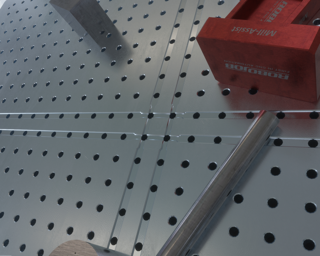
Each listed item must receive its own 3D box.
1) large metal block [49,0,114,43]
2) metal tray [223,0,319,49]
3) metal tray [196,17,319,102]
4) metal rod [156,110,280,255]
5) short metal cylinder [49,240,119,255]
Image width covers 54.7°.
[{"bbox_3d":[-0.147,-0.216,0.582,0.080,0.080,0.050,34,81,38],"label":"large metal block"},{"bbox_3d":[0.144,-0.148,0.420,0.130,0.030,0.090,-49,52,-7],"label":"metal tray"},{"bbox_3d":[0.115,-0.079,0.354,0.130,0.090,0.030,20,73,35],"label":"metal tray"},{"bbox_3d":[0.033,0.104,0.326,0.025,0.025,0.300,31,78,37],"label":"metal rod"},{"bbox_3d":[-0.083,0.167,0.334,0.080,0.050,0.080,-13,56,21],"label":"short metal cylinder"}]
